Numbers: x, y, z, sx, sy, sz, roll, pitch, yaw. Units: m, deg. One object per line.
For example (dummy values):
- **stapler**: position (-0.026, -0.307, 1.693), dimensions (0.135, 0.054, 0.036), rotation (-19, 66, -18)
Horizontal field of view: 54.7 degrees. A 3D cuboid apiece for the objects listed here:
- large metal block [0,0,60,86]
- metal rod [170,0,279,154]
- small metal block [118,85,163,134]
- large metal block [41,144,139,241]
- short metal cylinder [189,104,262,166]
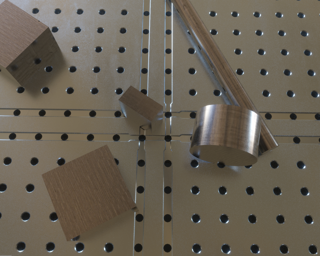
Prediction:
- **large metal block**: position (-0.208, -0.121, 0.440), dimensions (0.080, 0.050, 0.080), rotation (34, 73, 11)
- **metal rod**: position (0.081, -0.099, 0.448), dimensions (0.025, 0.025, 0.299), rotation (-23, 72, -9)
- **small metal block**: position (-0.024, -0.022, 0.406), dimensions (0.050, 0.050, 0.025), rotation (34, 74, 11)
- **large metal block**: position (-0.080, 0.078, 0.369), dimensions (0.080, 0.050, 0.080), rotation (-25, 72, -9)
- **short metal cylinder**: position (0.080, 0.011, 0.380), dimensions (0.080, 0.080, 0.050), rotation (11, 71, 3)
